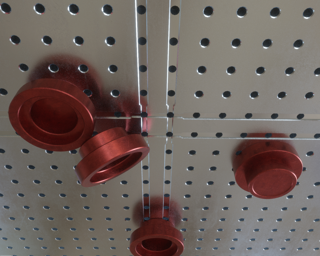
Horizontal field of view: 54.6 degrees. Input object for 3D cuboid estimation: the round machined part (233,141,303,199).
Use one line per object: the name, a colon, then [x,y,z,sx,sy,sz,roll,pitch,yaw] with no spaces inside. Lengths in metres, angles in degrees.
round machined part: [0.161,0.069,0.460,0.099,0.042,0.097,0,130,0]

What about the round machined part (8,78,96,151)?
round machined part: [-0.128,-0.020,0.382,0.099,0.042,0.097,0,130,0]

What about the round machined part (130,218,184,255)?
round machined part: [-0.006,0.205,0.574,0.099,0.042,0.097,0,130,0]

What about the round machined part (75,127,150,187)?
round machined part: [-0.066,0.034,0.407,0.098,0.042,0.098,-29,164,-9]
